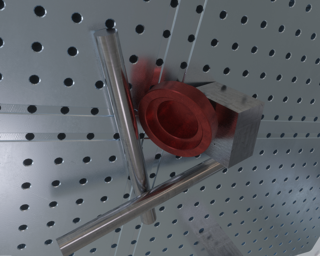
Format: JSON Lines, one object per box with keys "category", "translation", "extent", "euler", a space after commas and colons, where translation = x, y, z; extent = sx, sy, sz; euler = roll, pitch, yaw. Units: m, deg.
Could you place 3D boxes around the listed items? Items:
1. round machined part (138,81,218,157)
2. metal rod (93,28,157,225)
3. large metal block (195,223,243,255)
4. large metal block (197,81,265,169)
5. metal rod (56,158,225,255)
{"category": "round machined part", "translation": [0.026, -0.015, 0.381], "extent": [0.042, 0.098, 0.097], "euler": [-49, 141, -42]}
{"category": "metal rod", "translation": [-0.037, 0.022, 0.404], "extent": [0.025, 0.025, 0.298], "euler": [-21, 127, -16]}
{"category": "large metal block", "translation": [0.112, 0.245, 0.589], "extent": [0.050, 0.080, 0.080], "euler": [-22, 127, -15]}
{"category": "large metal block", "translation": [0.082, -0.007, 0.411], "extent": [0.050, 0.080, 0.079], "euler": [-20, 128, -34]}
{"category": "metal rod", "translation": [0.004, 0.092, 0.441], "extent": [0.302, 0.025, 0.025], "euler": [-23, 128, -26]}
